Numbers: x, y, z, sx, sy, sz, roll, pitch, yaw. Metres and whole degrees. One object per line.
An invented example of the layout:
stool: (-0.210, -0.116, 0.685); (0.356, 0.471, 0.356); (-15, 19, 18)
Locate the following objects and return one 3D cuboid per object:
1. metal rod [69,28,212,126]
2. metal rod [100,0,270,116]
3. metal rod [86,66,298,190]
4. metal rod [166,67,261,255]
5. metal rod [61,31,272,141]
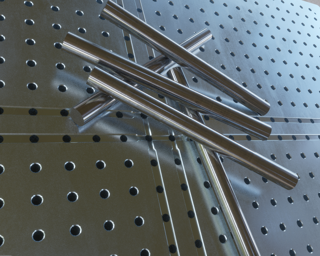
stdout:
metal rod: (-0.008, -0.089, 0.457); (0.025, 0.025, 0.302); (46, 51, 4)
metal rod: (0.051, -0.096, 0.466); (0.301, 0.025, 0.025); (27, 52, -21)
metal rod: (0.049, 0.005, 0.397); (0.301, 0.025, 0.025); (28, 52, -11)
metal rod: (0.069, 0.046, 0.416); (0.025, 0.025, 0.299); (-6, 65, -31)
metal rod: (0.020, -0.049, 0.414); (0.301, 0.025, 0.025); (23, 53, -15)
